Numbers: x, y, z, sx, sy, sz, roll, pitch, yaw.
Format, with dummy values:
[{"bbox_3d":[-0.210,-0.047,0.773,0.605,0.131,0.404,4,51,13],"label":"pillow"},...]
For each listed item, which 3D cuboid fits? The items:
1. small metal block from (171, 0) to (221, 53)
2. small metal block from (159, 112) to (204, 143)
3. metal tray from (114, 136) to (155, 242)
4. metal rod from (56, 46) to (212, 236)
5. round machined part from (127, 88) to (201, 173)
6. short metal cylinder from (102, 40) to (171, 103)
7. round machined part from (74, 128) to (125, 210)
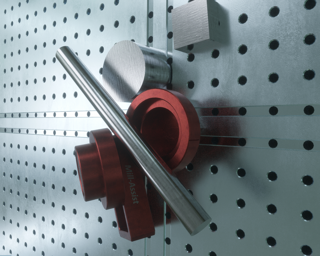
[{"bbox_3d":[0.043,-0.123,0.374,0.050,0.025,0.050,-6,86,40],"label":"small metal block"},{"bbox_3d":[0.019,-0.004,0.394,0.050,0.025,0.050,-46,63,29],"label":"small metal block"},{"bbox_3d":[-0.046,0.079,0.416,0.090,0.030,0.129,137,121,-68],"label":"metal tray"},{"bbox_3d":[-0.048,-0.006,0.361,0.300,0.025,0.025,49,119,29],"label":"metal rod"},{"bbox_3d":[0.006,0.004,0.361,0.098,0.042,0.097,0,89,39],"label":"round machined part"},{"bbox_3d":[-0.032,-0.074,0.420,0.080,0.050,0.080,0,90,40],"label":"short metal cylinder"},{"bbox_3d":[-0.076,0.051,0.376,0.098,0.042,0.097,170,90,-71],"label":"round machined part"}]
